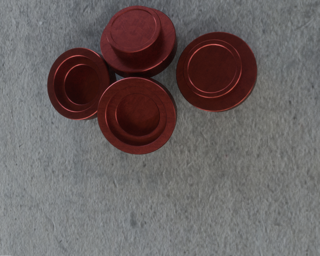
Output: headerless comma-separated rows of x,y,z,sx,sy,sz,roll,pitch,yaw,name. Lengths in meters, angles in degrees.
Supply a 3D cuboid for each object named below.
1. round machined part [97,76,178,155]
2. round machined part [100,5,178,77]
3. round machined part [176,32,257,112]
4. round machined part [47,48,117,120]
-0.026,-0.018,0.399,0.099,0.042,0.097,2,105,8,round machined part
-0.029,-0.114,0.392,0.098,0.042,0.098,-3,71,9,round machined part
0.066,-0.069,0.376,0.098,0.042,0.097,0,90,19,round machined part
-0.104,-0.060,0.435,0.098,0.042,0.097,0,90,19,round machined part
